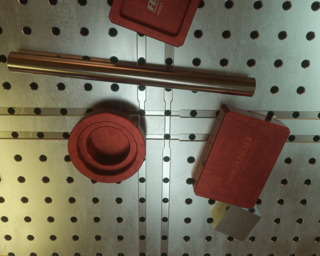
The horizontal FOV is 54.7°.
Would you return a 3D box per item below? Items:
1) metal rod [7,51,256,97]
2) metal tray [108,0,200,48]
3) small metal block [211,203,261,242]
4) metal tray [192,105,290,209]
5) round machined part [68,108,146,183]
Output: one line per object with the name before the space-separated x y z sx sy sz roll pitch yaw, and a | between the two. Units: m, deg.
metal rod | -0.032 -0.067 0.388 0.302 0.025 0.025 6 110 -3
metal tray | 0.005 -0.168 0.348 0.091 0.030 0.129 19 109 -8
small metal block | 0.114 0.135 0.465 0.050 0.025 0.050 26 108 -10
metal tray | 0.108 0.042 0.428 0.091 0.030 0.129 16 109 -6
round machined part | -0.067 0.020 0.411 0.099 0.042 0.097 0 110 -1
